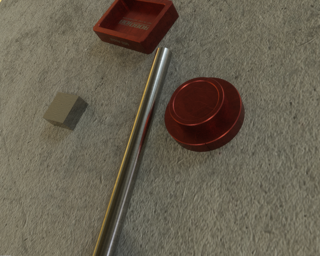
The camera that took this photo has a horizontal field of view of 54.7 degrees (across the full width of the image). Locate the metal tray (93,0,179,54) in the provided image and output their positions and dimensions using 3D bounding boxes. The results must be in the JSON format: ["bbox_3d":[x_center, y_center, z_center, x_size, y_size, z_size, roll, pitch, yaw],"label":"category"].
[{"bbox_3d":[-0.044,-0.182,0.533,0.130,0.030,0.090,25,75,36],"label":"metal tray"}]

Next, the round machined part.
[{"bbox_3d":[0.050,-0.023,0.380,0.098,0.042,0.098,-13,56,20],"label":"round machined part"}]

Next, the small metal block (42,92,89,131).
[{"bbox_3d":[-0.152,-0.028,0.498,0.050,0.025,0.050,13,68,33],"label":"small metal block"}]

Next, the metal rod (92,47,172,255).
[{"bbox_3d":[-0.030,0.018,0.406,0.025,0.025,0.300,1,62,28],"label":"metal rod"}]
